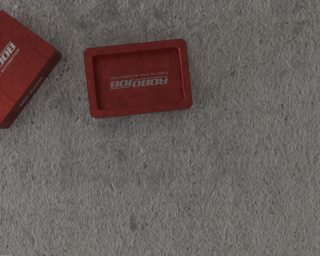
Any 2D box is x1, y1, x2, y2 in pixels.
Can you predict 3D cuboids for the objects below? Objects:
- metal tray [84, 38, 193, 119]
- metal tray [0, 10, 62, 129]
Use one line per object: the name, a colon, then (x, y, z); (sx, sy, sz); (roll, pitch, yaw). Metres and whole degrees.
metal tray: (-0.028, -0.063, 0.406); (0.131, 0.030, 0.089); (-6, 90, 0)
metal tray: (-0.206, -0.074, 0.406); (0.090, 0.030, 0.130); (37, 90, 0)
